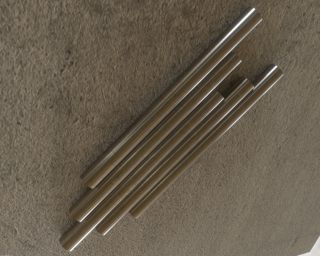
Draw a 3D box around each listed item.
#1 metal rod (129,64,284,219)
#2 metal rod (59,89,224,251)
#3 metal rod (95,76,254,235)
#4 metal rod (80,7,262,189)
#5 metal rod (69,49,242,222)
[{"bbox_3d":[0.064,0.021,0.458,0.300,0.025,0.025,-45,130,3],"label":"metal rod"},{"bbox_3d":[-0.027,0.058,0.431,0.300,0.025,0.025,-45,130,3],"label":"metal rod"},{"bbox_3d":[0.018,0.041,0.445,0.300,0.025,0.025,-45,130,3],"label":"metal rod"},{"bbox_3d":[0.012,-0.036,0.394,0.300,0.025,0.025,-45,130,3],"label":"metal rod"},{"bbox_3d":[-0.008,0.012,0.413,0.300,0.025,0.025,-45,130,3],"label":"metal rod"}]
